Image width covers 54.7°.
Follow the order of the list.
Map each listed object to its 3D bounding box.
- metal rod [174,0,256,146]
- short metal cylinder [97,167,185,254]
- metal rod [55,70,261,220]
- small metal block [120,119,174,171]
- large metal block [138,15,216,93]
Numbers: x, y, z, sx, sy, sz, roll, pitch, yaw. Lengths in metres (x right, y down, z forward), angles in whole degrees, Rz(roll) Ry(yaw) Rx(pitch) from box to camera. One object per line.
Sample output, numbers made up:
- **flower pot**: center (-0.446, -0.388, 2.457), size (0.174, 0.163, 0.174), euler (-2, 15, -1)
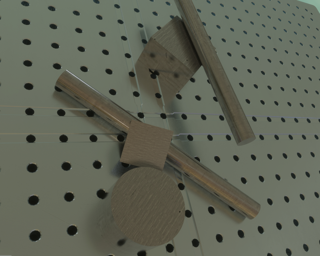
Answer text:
- **metal rod**: center (0.066, -0.114, 0.450), size (0.025, 0.025, 0.299), euler (-5, 64, -31)
- **short metal cylinder**: center (-0.021, 0.088, 0.329), size (0.081, 0.050, 0.080), euler (14, 56, -21)
- **metal rod**: center (0.002, 0.024, 0.395), size (0.301, 0.025, 0.025), euler (35, 51, -5)
- **small metal block**: center (-0.016, 0.021, 0.367), size (0.050, 0.025, 0.050), euler (16, 88, -6)
- **large metal block**: center (0.027, -0.115, 0.479), size (0.080, 0.050, 0.080), euler (40, 51, -2)
